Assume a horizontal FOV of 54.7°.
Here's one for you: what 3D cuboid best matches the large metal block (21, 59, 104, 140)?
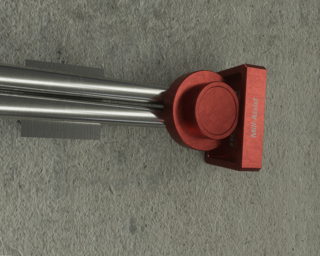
[{"bbox_3d":[-0.110,-0.029,0.353,0.081,0.050,0.079,4,89,-20],"label":"large metal block"}]

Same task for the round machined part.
[{"bbox_3d":[0.056,-0.021,0.371,0.099,0.042,0.097,-2,93,-31],"label":"round machined part"}]

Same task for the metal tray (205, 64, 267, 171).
[{"bbox_3d":[0.097,-0.012,0.412,0.030,0.090,0.129,4,89,-20],"label":"metal tray"}]

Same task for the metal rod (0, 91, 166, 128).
[{"bbox_3d":[-0.042,-0.015,0.348,0.302,0.025,0.025,3,89,-33],"label":"metal rod"}]

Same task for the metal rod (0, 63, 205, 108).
[{"bbox_3d":[-0.040,-0.042,0.348,0.302,0.025,0.025,3,89,-33],"label":"metal rod"}]
